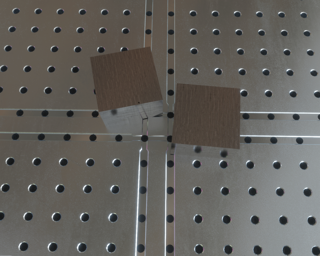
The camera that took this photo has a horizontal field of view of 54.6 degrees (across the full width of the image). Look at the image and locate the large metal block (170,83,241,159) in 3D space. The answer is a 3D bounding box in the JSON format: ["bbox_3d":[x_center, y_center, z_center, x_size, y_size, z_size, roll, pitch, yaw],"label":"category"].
[{"bbox_3d":[0.058,-0.008,0.402,0.080,0.050,0.080,5,70,2],"label":"large metal block"}]

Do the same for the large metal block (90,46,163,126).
[{"bbox_3d":[-0.044,-0.056,0.419,0.080,0.050,0.080,-11,70,-4],"label":"large metal block"}]
